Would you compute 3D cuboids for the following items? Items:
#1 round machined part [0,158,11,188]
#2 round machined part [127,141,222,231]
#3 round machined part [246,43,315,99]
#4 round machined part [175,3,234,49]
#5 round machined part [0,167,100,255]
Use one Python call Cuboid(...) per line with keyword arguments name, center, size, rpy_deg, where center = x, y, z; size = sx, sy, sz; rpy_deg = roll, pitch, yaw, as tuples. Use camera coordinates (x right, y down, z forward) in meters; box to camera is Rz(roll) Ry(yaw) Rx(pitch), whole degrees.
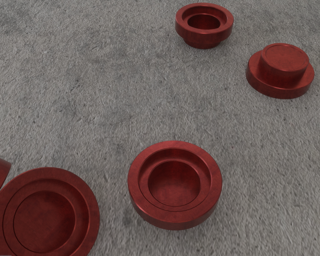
Cuboid(name="round machined part", center=(-0.189, 0.068, 0.295), size=(0.042, 0.098, 0.098), rpy_deg=(33, 46, -23))
Cuboid(name="round machined part", center=(0.015, 0.065, 0.338), size=(0.099, 0.042, 0.098), rpy_deg=(0, 50, 0))
Cuboid(name="round machined part", center=(0.184, -0.093, 0.471), size=(0.099, 0.042, 0.098), rpy_deg=(0, 50, 0))
Cuboid(name="round machined part", center=(0.075, -0.174, 0.539), size=(0.099, 0.042, 0.098), rpy_deg=(0, 50, 0))
Cuboid(name="round machined part", center=(-0.112, 0.090, 0.296), size=(0.099, 0.042, 0.098), rpy_deg=(16, 61, -31))
